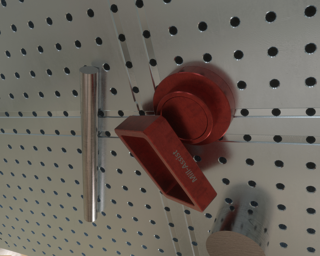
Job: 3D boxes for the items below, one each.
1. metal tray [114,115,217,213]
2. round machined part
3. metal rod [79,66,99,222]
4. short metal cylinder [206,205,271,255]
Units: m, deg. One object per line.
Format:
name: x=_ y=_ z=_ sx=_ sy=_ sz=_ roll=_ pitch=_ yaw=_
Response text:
metal tray: x=0.006 y=0.043 z=0.395 sx=0.130 sy=0.030 sz=0.090 roll=55 pitch=156 yaw=-20
round machined part: x=0.035 y=-0.020 z=0.368 sx=0.098 sy=0.042 sz=0.097 roll=13 pitch=124 yaw=20
metal rod: x=-0.112 y=0.044 z=0.495 sx=0.025 sy=0.025 sz=0.298 roll=20 pitch=126 yaw=16
short metal cylinder: x=0.110 y=0.155 z=0.432 sx=0.080 sy=0.050 sz=0.079 roll=13 pitch=124 yaw=20
